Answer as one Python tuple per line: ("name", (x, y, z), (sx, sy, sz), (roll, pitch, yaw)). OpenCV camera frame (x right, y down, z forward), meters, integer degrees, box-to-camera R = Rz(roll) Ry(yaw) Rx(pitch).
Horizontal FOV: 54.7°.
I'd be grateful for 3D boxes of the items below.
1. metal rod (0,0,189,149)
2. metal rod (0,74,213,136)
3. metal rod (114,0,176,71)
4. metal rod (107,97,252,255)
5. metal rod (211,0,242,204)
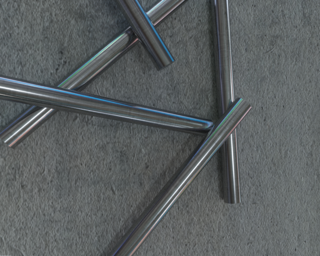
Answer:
("metal rod", (-0.068, -0.087, 0.383), (0.301, 0.025, 0.025), (-44, 104, -15))
("metal rod", (-0.065, -0.024, 0.364), (0.302, 0.025, 0.025), (10, 87, -27))
("metal rod", (-0.071, -0.202, 0.365), (0.025, 0.025, 0.299), (-33, 95, -17))
("metal rod", (0.018, 0.080, 0.401), (0.025, 0.025, 0.300), (43, 82, -15))
("metal rod", (0.094, -0.043, 0.443), (0.025, 0.025, 0.298), (-5, 92, -20))
